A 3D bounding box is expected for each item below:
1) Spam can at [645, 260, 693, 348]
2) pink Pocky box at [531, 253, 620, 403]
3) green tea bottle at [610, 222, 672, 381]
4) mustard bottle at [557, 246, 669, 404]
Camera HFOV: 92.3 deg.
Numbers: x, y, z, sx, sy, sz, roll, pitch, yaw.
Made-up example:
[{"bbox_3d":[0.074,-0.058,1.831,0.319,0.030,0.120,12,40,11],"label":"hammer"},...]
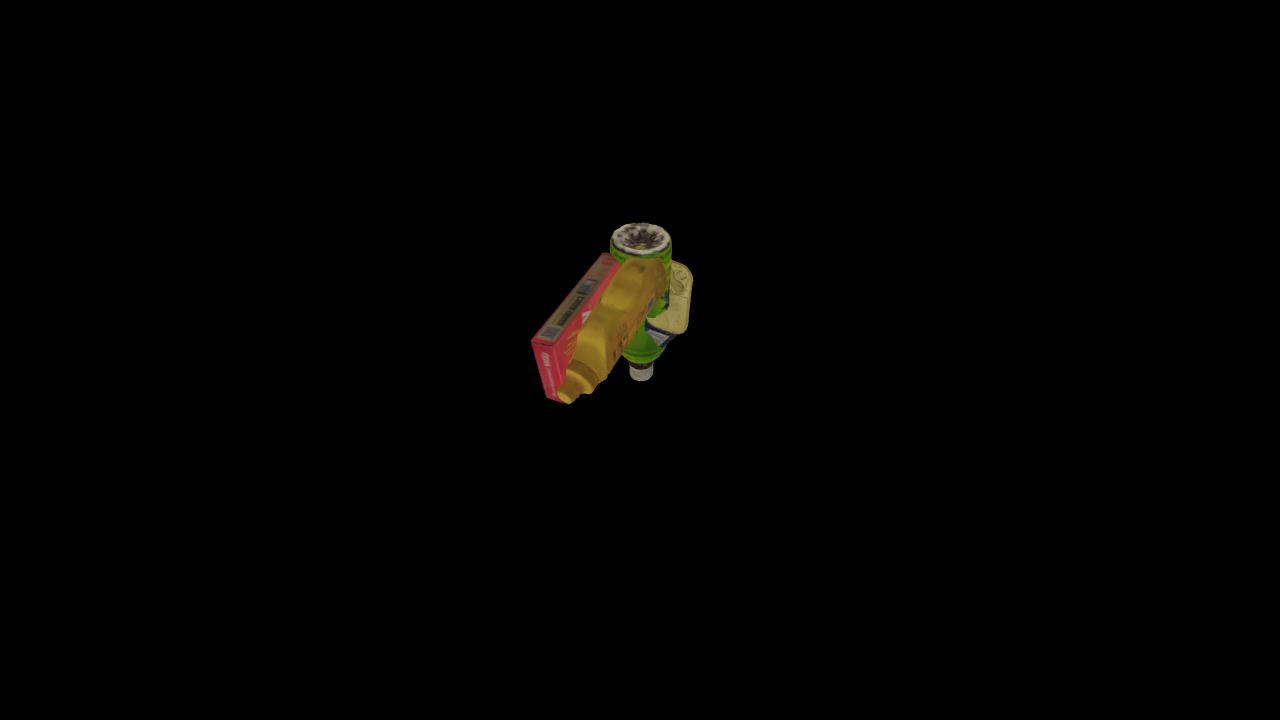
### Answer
[{"bbox_3d":[0.018,-0.062,0.761,0.058,0.101,0.085,19,-30,-18],"label":"Spam can"},{"bbox_3d":[-0.058,-0.036,0.653,0.029,0.084,0.155,15,48,20],"label":"pink Pocky box"},{"bbox_3d":[0.002,-0.059,0.741,0.073,0.073,0.212,-1,-45,1],"label":"green tea bottle"},{"bbox_3d":[-0.034,-0.030,0.653,0.054,0.184,0.092,29,-27,4],"label":"mustard bottle"}]
